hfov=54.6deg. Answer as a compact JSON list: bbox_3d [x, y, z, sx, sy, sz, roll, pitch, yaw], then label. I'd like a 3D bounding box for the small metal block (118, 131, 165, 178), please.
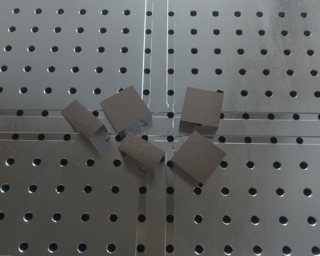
[{"bbox_3d":[-0.021,0.034,0.386,0.050,0.050,0.025,30,73,10],"label":"small metal block"}]

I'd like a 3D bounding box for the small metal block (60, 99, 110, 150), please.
[{"bbox_3d":[-0.095,-0.003,0.399,0.050,0.050,0.025,40,75,13],"label":"small metal block"}]

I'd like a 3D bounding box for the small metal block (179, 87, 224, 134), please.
[{"bbox_3d":[0.056,-0.024,0.421,0.050,0.025,0.050,11,70,4],"label":"small metal block"}]

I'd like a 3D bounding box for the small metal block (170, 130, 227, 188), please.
[{"bbox_3d":[0.049,0.040,0.398,0.050,0.025,0.050,37,74,12],"label":"small metal block"}]

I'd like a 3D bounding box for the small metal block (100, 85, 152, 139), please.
[{"bbox_3d":[-0.045,-0.022,0.420,0.050,0.025,0.050,-31,73,-11],"label":"small metal block"}]
